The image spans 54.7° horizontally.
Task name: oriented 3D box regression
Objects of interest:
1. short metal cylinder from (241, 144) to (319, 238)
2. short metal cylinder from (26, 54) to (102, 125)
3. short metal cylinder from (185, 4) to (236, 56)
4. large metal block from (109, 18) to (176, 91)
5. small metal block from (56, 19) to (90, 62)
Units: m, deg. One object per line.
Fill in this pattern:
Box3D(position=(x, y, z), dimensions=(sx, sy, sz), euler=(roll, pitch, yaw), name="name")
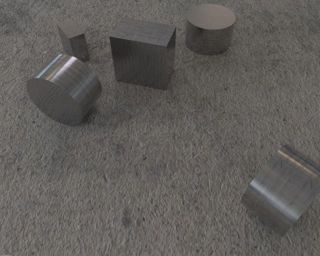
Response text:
Box3D(position=(0.128, 0.063, 0.316), dimensions=(0.080, 0.080, 0.050), euler=(-36, 59, -26), name="short metal cylinder")
Box3D(position=(-0.124, -0.049, 0.408), dimensions=(0.080, 0.080, 0.050), euler=(18, 52, 14), name="short metal cylinder")
Box3D(position=(0.084, -0.169, 0.530), dimensions=(0.081, 0.050, 0.080), euler=(0, 50, 0), name="short metal cylinder")
Box3D(position=(-0.023, -0.108, 0.459), dimensions=(0.080, 0.080, 0.050), euler=(13, 51, 10), name="large metal block")
Box3D(position=(-0.141, -0.140, 0.504), dimensions=(0.025, 0.050, 0.050), euler=(-28, 55, -21), name="small metal block")
